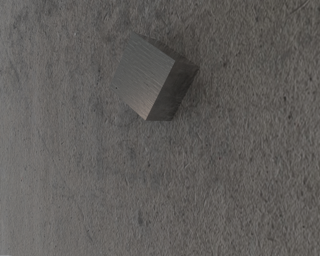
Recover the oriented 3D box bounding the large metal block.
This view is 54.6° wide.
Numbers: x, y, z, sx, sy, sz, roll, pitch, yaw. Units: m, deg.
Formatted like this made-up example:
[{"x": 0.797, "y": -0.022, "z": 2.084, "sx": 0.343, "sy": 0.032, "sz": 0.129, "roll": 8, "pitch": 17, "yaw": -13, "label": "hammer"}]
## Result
[{"x": -0.009, "y": -0.064, "z": 0.398, "sx": 0.080, "sy": 0.050, "sz": 0.080, "roll": 42, "pitch": 115, "yaw": 32, "label": "large metal block"}]
